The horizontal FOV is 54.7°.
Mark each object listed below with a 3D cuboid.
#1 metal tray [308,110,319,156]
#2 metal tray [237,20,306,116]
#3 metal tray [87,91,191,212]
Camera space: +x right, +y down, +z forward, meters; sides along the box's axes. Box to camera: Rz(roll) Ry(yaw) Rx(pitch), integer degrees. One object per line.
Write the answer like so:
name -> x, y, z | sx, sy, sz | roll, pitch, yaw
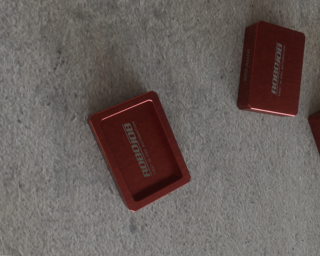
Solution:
metal tray -> 0.322, -0.003, 0.528 | 0.131, 0.030, 0.090 | -25, 99, -19
metal tray -> 0.170, -0.087, 0.471 | 0.091, 0.030, 0.129 | 8, 87, -20
metal tray -> -0.025, 0.028, 0.397 | 0.091, 0.030, 0.129 | -25, 99, -19
